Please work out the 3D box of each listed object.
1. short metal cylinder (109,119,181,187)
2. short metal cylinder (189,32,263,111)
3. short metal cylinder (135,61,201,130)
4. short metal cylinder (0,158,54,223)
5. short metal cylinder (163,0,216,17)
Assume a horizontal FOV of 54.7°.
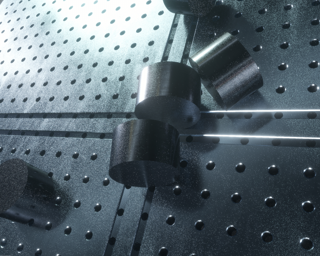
[{"bbox_3d":[-0.017,0.032,0.361,0.080,0.080,0.050,-12,57,21],"label":"short metal cylinder"},{"bbox_3d":[0.078,-0.067,0.373,0.050,0.080,0.080,-36,52,5],"label":"short metal cylinder"},{"bbox_3d":[0.011,-0.038,0.389,0.080,0.080,0.050,-9,58,23],"label":"short metal cylinder"},{"bbox_3d":[-0.201,0.090,0.440,0.080,0.050,0.080,-13,56,20],"label":"short metal cylinder"},{"bbox_3d":[0.048,-0.217,0.480,0.050,0.080,0.080,25,75,36],"label":"short metal cylinder"}]
